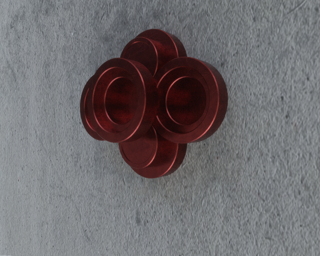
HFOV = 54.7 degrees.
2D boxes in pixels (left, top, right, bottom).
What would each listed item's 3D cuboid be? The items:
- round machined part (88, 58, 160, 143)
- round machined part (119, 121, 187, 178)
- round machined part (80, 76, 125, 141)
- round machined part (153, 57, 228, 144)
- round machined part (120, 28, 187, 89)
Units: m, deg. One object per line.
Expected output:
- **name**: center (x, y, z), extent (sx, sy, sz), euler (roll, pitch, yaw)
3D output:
- **round machined part**: center (-0.039, -0.032, 0.371), extent (0.098, 0.042, 0.097), euler (0, 91, 39)
- **round machined part**: center (-0.016, 0.018, 0.407), extent (0.098, 0.042, 0.097), euler (0, 90, 39)
- **round machined part**: center (-0.069, -0.031, 0.450), extent (0.098, 0.042, 0.097), euler (0, 90, 39)
- **round machined part**: center (0.036, -0.031, 0.364), extent (0.098, 0.042, 0.097), euler (0, 90, 39)
- **round machined part**: center (-0.016, -0.081, 0.406), extent (0.098, 0.042, 0.097), euler (0, 90, 39)
